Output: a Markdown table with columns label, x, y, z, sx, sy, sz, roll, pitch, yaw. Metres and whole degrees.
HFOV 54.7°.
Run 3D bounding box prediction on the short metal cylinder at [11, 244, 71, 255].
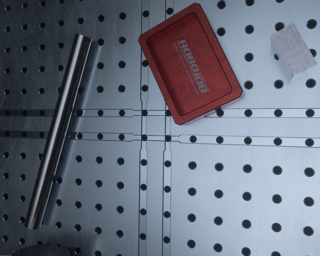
| label | x | y | z | sx | sy | sz | roll | pitch | yaw |
| --- | --- | --- | --- | --- | --- | --- | --- | --- | --- |
| short metal cylinder | -0.171 | 0.207 | 0.442 | 0.080 | 0.080 | 0.050 | 5 | 92 | 19 |

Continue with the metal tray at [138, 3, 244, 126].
| label | x | y | z | sx | sy | sz | roll | pitch | yaw |
| --- | --- | --- | --- | --- | --- | --- | --- | --- | --- |
| metal tray | 0.039 | -0.078 | 0.395 | 0.090 | 0.030 | 0.129 | -26 | 82 | 17 |

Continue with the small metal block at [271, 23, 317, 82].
| label | x | y | z | sx | sy | sz | roll | pitch | yaw |
| --- | --- | --- | --- | --- | --- | --- | --- | --- | --- |
| small metal block | 0.148 | -0.083 | 0.347 | 0.025 | 0.050 | 0.050 | -28 | 81 | 18 |

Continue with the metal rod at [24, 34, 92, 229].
| label | x | y | z | sx | sy | sz | roll | pitch | yaw |
| --- | --- | --- | --- | --- | --- | --- | --- | --- | --- |
| metal rod | -0.154 | 0.009 | 0.465 | 0.025 | 0.025 | 0.298 | 19 | 96 | 18 |
